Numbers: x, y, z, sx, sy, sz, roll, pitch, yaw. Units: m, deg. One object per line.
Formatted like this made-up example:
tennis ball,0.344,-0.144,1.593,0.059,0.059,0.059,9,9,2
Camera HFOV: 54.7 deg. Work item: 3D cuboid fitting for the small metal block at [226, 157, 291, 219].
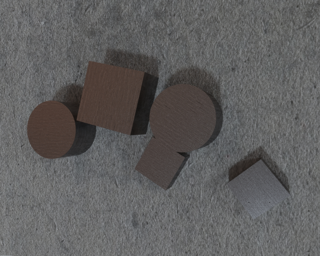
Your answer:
small metal block,0.116,0.071,0.368,0.050,0.025,0.050,-40,78,15

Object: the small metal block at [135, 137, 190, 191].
small metal block,0.003,0.045,0.408,0.050,0.025,0.050,32,100,17

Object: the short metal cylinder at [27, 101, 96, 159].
short metal cylinder,-0.140,0.002,0.445,0.080,0.050,0.080,0,90,20

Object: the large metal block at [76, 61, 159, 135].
large metal block,-0.056,-0.039,0.415,0.080,0.050,0.080,15,95,19

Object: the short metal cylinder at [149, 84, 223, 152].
short metal cylinder,0.034,-0.012,0.384,0.080,0.050,0.080,0,90,20
